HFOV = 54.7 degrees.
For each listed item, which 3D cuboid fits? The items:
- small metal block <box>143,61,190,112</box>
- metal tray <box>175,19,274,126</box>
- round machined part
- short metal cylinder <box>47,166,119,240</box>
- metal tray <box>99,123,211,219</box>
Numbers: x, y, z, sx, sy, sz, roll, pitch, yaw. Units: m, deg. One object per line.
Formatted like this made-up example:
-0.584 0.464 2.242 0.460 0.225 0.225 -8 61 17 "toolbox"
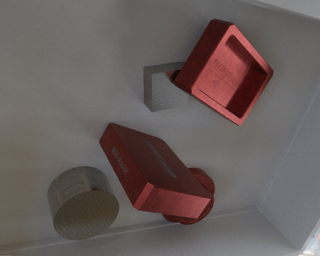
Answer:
0.008 -0.051 0.383 0.050 0.025 0.050 -13 124 -22 "small metal block"
0.087 -0.065 0.395 0.131 0.030 0.090 25 98 -46 "metal tray"
0.047 0.116 0.498 0.099 0.042 0.097 -14 125 -21 "round machined part"
-0.099 0.096 0.399 0.081 0.050 0.079 -14 125 -21 "short metal cylinder"
-0.010 0.047 0.366 0.091 0.130 0.030 20 108 -36 "metal tray"
